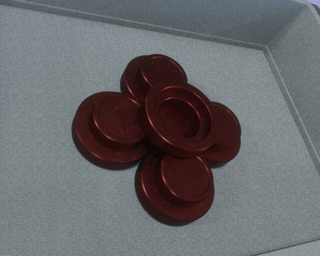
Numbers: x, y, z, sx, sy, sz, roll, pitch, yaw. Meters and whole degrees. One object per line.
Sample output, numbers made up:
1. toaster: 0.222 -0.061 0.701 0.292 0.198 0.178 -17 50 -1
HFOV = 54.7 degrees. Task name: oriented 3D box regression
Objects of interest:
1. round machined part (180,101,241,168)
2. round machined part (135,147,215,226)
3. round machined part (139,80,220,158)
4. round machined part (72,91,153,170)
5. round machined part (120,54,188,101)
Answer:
1. round machined part: 0.072 0.002 0.429 0.099 0.042 0.098 14 56 -21
2. round machined part: 0.024 0.061 0.367 0.099 0.042 0.098 15 54 -21
3. round machined part: 0.020 -0.008 0.381 0.099 0.042 0.098 14 56 -21
4. round machined part: -0.050 -0.003 0.366 0.099 0.042 0.098 14 56 -21
5. round machined part: -0.001 -0.063 0.428 0.099 0.042 0.098 14 56 -21
